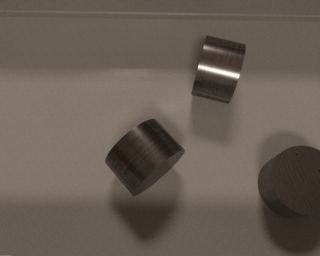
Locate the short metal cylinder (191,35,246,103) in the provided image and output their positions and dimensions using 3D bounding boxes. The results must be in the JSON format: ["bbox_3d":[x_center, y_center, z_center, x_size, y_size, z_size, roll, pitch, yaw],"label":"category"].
[{"bbox_3d":[0.076,-0.077,0.409,0.050,0.080,0.080,15,71,5],"label":"short metal cylinder"}]

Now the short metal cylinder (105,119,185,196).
[{"bbox_3d":[-0.017,0.035,0.368,0.080,0.080,0.050,-39,75,-13],"label":"short metal cylinder"}]

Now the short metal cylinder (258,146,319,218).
[{"bbox_3d":[0.166,0.066,0.374,0.081,0.050,0.080,0,70,0],"label":"short metal cylinder"}]
